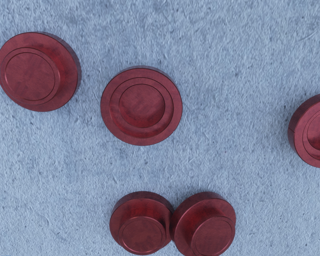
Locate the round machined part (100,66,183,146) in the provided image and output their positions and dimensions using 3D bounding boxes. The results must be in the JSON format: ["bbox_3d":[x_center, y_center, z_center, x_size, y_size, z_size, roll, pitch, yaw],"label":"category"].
[{"bbox_3d":[-0.022,-0.030,0.389,0.099,0.042,0.097,0,110,0],"label":"round machined part"}]

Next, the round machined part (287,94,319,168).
[{"bbox_3d":[0.215,0.000,0.402,0.099,0.042,0.097,0,110,0],"label":"round machined part"}]

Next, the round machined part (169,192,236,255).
[{"bbox_3d":[0.066,0.143,0.437,0.099,0.042,0.097,-7,109,-20],"label":"round machined part"}]

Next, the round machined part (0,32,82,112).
[{"bbox_3d":[-0.149,-0.066,0.375,0.099,0.042,0.097,0,110,0],"label":"round machined part"}]

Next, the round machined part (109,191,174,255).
[{"bbox_3d":[-0.025,0.146,0.454,0.099,0.042,0.097,0,110,0],"label":"round machined part"}]
